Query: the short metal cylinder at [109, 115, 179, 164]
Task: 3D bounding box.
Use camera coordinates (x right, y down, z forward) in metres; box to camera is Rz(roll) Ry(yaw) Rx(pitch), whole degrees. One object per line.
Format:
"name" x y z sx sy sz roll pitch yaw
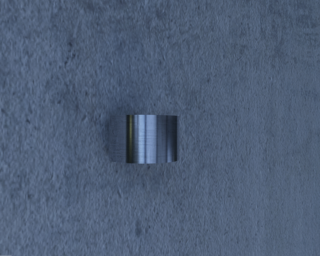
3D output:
"short metal cylinder" -0.018 0.011 0.356 0.081 0.080 0.050 0 90 -40
